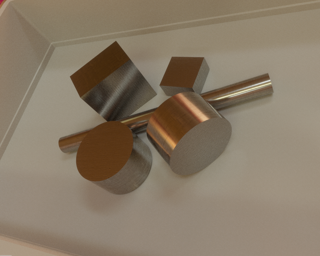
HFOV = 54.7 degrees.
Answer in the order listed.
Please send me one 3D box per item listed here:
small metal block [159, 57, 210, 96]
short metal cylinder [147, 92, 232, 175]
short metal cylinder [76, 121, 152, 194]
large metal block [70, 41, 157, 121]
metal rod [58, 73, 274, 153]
[{"bbox_3d":[0.034,-0.070,0.428,0.050,0.025,0.050,9,66,31],"label":"small metal block"},{"bbox_3d":[0.032,0.006,0.347,0.080,0.080,0.050,-40,51,0],"label":"short metal cylinder"},{"bbox_3d":[-0.057,0.038,0.392,0.080,0.050,0.080,-13,56,20],"label":"short metal cylinder"},{"bbox_3d":[-0.064,-0.060,0.438,0.080,0.080,0.050,-37,51,3],"label":"large metal block"},{"bbox_3d":[-0.006,-0.014,0.415,0.301,0.025,0.025,-16,55,18],"label":"metal rod"}]
